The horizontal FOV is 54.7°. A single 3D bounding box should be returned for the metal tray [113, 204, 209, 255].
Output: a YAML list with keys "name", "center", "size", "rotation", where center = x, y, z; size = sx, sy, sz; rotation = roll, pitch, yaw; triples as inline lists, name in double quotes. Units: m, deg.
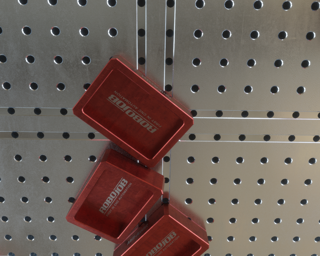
- name: "metal tray"
  center: [0.000, 0.189, 0.480]
  size: [0.090, 0.030, 0.130]
  rotation: [40, 105, -14]

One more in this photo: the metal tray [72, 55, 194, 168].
- name: "metal tray"
  center: [-0.033, -0.019, 0.403]
  size: [0.130, 0.030, 0.090]
  rotation: [37, 105, -13]

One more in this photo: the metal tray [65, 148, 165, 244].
- name: "metal tray"
  center: [-0.064, 0.099, 0.433]
  size: [0.090, 0.030, 0.129]
  rotation: [29, 119, -11]
